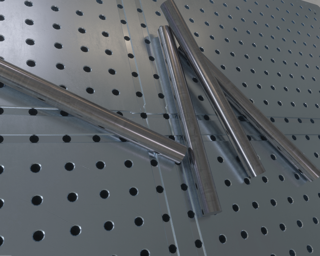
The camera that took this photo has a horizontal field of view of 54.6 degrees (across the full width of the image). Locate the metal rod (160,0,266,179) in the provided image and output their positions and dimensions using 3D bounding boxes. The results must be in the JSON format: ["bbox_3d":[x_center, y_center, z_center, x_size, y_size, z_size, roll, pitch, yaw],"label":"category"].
[{"bbox_3d":[0.075,-0.066,0.470,0.025,0.025,0.299,-18,77,-35],"label":"metal rod"}]

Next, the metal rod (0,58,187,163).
[{"bbox_3d":[-0.105,-0.029,0.369,0.301,0.025,0.025,25,53,-12],"label":"metal rod"}]

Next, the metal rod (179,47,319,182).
[{"bbox_3d":[0.142,-0.031,0.502,0.300,0.025,0.025,46,51,4],"label":"metal rod"}]

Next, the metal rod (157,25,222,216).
[{"bbox_3d":[0.036,-0.027,0.443,0.025,0.025,0.299,2,61,-27],"label":"metal rod"}]
